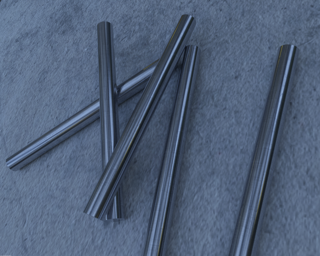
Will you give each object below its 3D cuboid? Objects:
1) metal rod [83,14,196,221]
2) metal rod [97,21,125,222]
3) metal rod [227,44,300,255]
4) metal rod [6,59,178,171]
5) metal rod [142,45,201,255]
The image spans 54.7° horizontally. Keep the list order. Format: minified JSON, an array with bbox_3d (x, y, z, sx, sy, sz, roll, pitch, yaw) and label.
[{"bbox_3d":[-0.016,-0.029,0.397,0.025,0.025,0.300,10,65,32],"label":"metal rod"},{"bbox_3d":[-0.070,-0.026,0.428,0.025,0.025,0.299,-16,63,19],"label":"metal rod"},{"bbox_3d":[0.108,0.037,0.324,0.025,0.025,0.300,7,65,31],"label":"metal rod"},{"bbox_3d":[-0.106,-0.022,0.470,0.300,0.025,0.025,-32,52,6],"label":"metal rod"},{"bbox_3d":[0.018,0.020,0.380,0.025,0.025,0.299,-2,61,27],"label":"metal rod"}]
